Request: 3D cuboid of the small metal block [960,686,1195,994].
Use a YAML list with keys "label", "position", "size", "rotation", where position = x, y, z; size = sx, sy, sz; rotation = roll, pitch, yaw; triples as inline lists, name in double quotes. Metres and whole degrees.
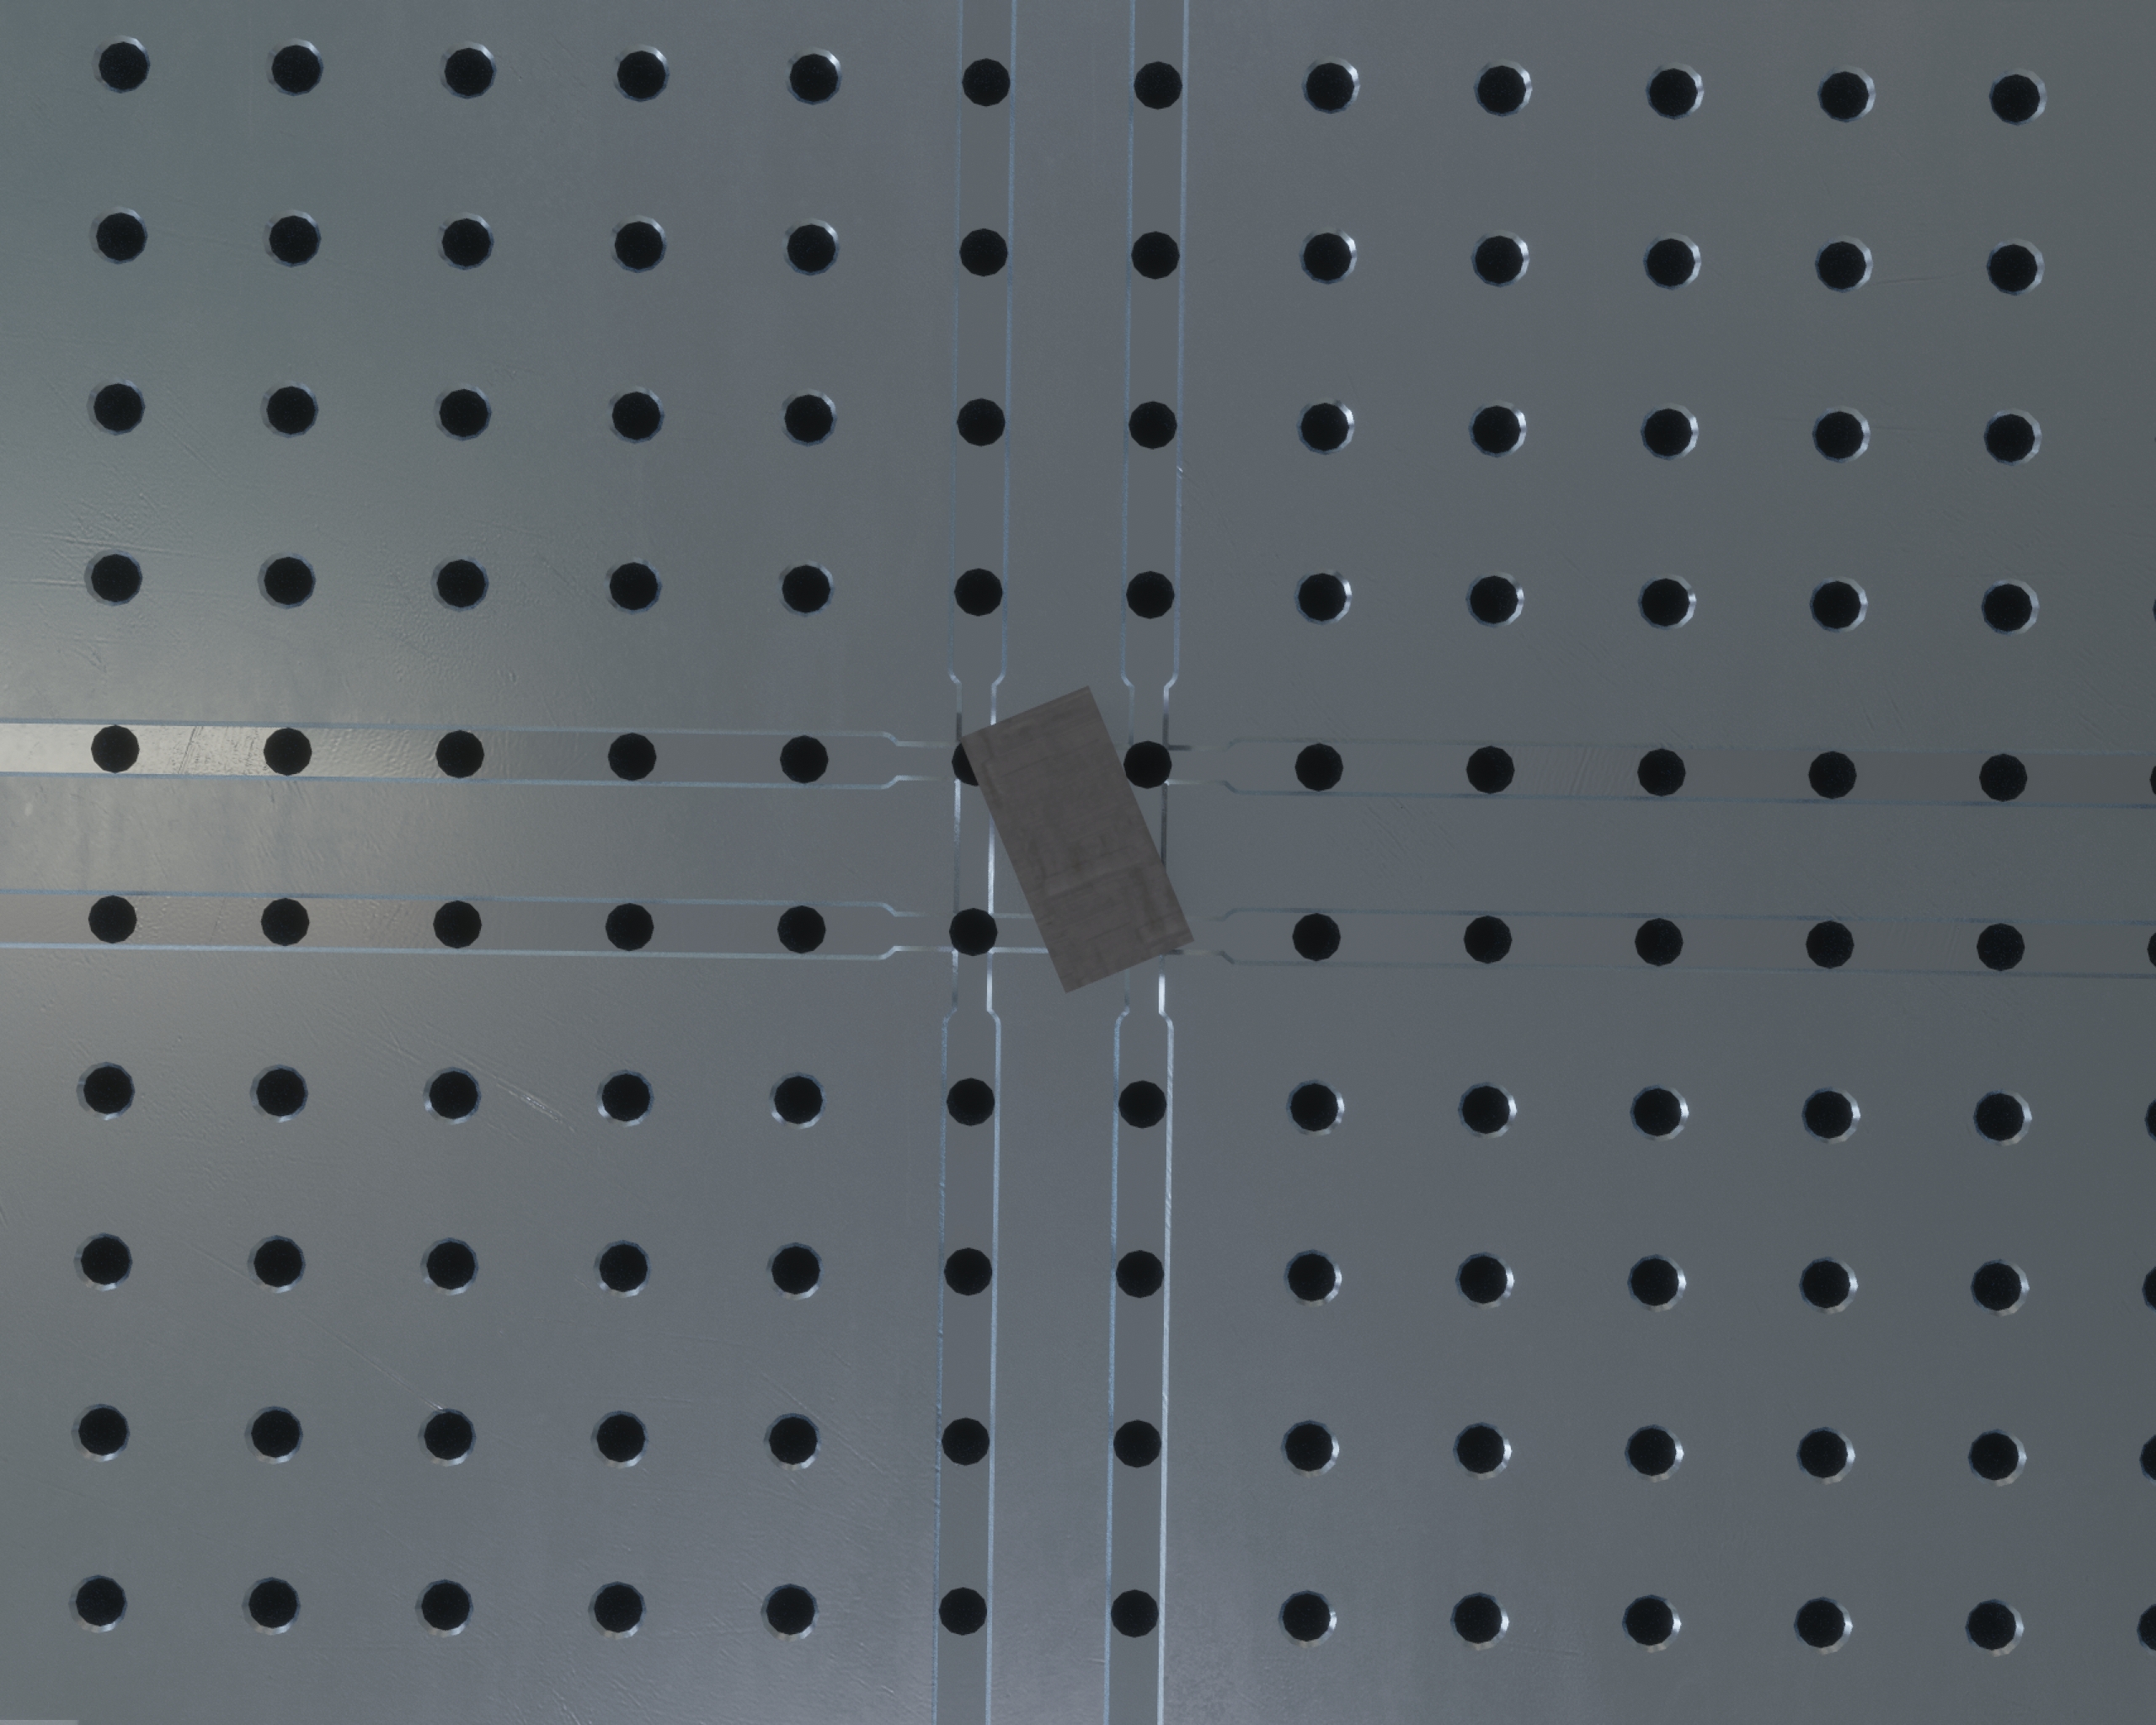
- label: "small metal block"
  position: [0.000, -0.004, 0.401]
  size: [0.025, 0.050, 0.050]
  rotation: [-22, 90, 0]
